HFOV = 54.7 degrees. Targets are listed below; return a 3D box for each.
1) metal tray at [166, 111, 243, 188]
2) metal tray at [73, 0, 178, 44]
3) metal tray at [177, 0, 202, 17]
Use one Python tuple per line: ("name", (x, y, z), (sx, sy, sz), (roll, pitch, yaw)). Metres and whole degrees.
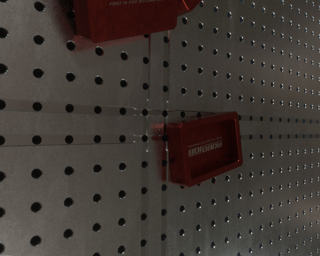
("metal tray", (0.072, 0.027, 0.468), (0.131, 0.030, 0.089), (-12, 98, -40))
("metal tray", (-0.034, -0.154, 0.356), (0.131, 0.030, 0.089), (-24, 128, -37))
("metal tray", (0.021, -0.235, 0.425), (0.090, 0.030, 0.130), (-52, 121, -27))
